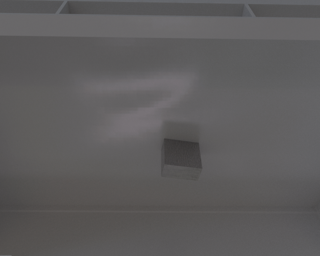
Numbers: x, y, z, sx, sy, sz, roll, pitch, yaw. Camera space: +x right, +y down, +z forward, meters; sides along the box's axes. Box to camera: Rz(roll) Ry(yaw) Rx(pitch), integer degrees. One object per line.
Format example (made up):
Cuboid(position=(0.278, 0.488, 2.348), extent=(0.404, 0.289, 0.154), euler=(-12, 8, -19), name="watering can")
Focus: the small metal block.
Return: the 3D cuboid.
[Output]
Cuboid(position=(0.029, 0.043, 0.429), extent=(0.050, 0.050, 0.025), euler=(8, 130, -7), name="small metal block")
